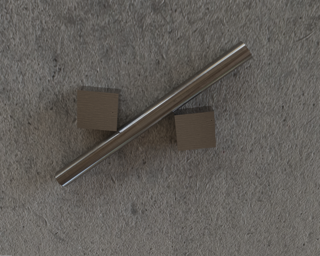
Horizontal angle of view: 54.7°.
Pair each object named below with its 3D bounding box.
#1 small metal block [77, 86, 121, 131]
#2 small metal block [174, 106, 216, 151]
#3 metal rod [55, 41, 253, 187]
[{"bbox_3d":[-0.078,-0.025,0.399,0.050,0.025,0.050,5,110,-3],"label":"small metal block"},{"bbox_3d":[0.046,0.000,0.411,0.050,0.025,0.050,-6,110,2],"label":"small metal block"},{"bbox_3d":[-0.016,-0.012,0.405,0.300,0.025,0.025,-35,107,11],"label":"metal rod"}]
